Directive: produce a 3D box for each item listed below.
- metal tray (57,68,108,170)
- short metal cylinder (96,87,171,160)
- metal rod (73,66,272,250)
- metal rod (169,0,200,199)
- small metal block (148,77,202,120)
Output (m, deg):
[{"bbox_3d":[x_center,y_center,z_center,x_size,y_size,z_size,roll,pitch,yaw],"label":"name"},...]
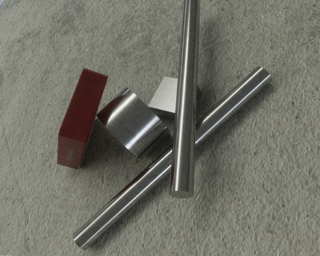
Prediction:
[{"bbox_3d":[-0.103,-0.006,0.403,0.030,0.129,0.090,18,64,-11],"label":"metal tray"},{"bbox_3d":[-0.033,-0.006,0.389,0.050,0.080,0.080,-45,51,-2],"label":"short metal cylinder"},{"bbox_3d":[0.016,0.035,0.373,0.300,0.025,0.025,-42,51,-1],"label":"metal rod"},{"bbox_3d":[0.035,-0.061,0.390,0.025,0.025,0.300,-9,57,23],"label":"metal rod"},{"bbox_3d":[0.020,-0.039,0.417,0.050,0.025,0.050,16,70,34],"label":"small metal block"}]
